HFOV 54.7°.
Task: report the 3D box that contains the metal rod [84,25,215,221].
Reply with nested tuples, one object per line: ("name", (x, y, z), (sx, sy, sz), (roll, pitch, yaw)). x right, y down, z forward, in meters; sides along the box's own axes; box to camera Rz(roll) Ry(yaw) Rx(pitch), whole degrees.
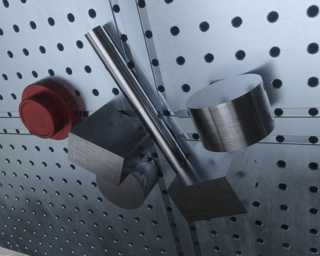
("metal rod", (-0.003, 0.003, 0.414), (0.025, 0.025, 0.299), (-23, 106, 36))

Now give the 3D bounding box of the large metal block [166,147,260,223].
("large metal block", (0.067, 0.064, 0.380), (0.080, 0.080, 0.050), (-23, 106, 36))

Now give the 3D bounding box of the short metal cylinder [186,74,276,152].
("short metal cylinder", (0.074, -0.017, 0.326), (0.080, 0.080, 0.050), (-11, 112, 33))

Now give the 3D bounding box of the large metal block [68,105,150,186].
("large metal block", (-0.067, 0.021, 0.424), (0.080, 0.080, 0.050), (24, 127, 13))

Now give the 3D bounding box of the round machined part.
("round machined part", (-0.177, -0.022, 0.480), (0.098, 0.042, 0.097), (13, 124, 21))

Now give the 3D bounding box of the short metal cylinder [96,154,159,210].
("short metal cylinder", (-0.048, 0.075, 0.467), (0.080, 0.050, 0.079), (13, 124, 21))
